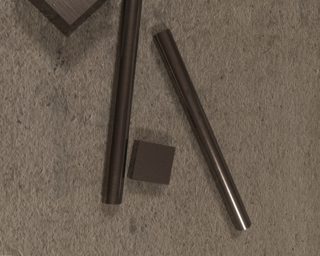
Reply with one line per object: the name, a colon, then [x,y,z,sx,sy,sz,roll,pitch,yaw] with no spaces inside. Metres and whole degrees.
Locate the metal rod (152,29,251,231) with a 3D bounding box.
metal rod: [0.062,0.009,0.433,0.025,0.025,0.299,-27,99,-18]

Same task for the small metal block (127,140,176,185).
small metal block: [-0.011,0.045,0.406,0.050,0.025,0.050,12,86,-20]

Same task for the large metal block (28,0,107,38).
large metal block: [-0.108,-0.167,0.356,0.080,0.050,0.080,44,76,-15]

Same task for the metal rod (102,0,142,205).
metal rod: [-0.046,-0.055,0.392,0.025,0.025,0.298,6,88,-20]
